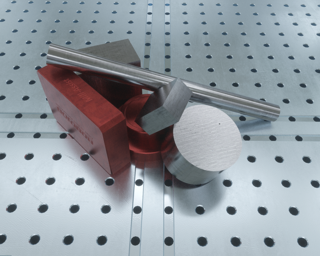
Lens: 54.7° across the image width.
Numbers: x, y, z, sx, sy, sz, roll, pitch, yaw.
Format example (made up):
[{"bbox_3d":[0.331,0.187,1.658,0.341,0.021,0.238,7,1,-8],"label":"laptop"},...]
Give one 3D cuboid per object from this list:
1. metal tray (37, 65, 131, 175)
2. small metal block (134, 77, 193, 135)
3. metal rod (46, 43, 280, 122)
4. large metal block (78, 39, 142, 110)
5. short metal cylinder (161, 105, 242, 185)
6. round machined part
[{"bbox_3d":[-0.091,-0.013,0.374,0.030,0.089,0.130,-36,59,-26],"label":"metal tray"},{"bbox_3d":[0.004,-0.024,0.355,0.025,0.050,0.050,44,49,-20],"label":"small metal block"},{"bbox_3d":[0.017,-0.052,0.390,0.302,0.025,0.025,13,48,-15],"label":"metal rod"},{"bbox_3d":[-0.071,-0.067,0.425,0.081,0.080,0.050,-17,52,-14],"label":"large metal block"},{"bbox_3d":[0.047,0.020,0.360,0.081,0.050,0.080,7,62,-13],"label":"short metal cylinder"},{"bbox_3d":[-0.016,-0.007,0.406,0.099,0.042,0.098,0,50,0],"label":"round machined part"}]
